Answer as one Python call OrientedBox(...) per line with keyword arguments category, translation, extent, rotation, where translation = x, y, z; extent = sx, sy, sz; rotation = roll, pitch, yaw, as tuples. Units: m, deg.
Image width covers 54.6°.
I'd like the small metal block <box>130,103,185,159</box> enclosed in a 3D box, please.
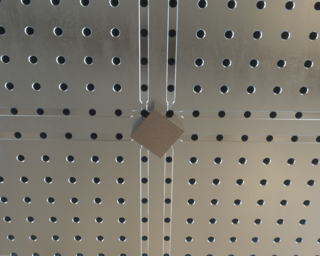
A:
OrientedBox(category="small metal block", translation=(-0.003, 0.004, 0.415), extent=(0.050, 0.025, 0.050), rotation=(37, 106, -13))
